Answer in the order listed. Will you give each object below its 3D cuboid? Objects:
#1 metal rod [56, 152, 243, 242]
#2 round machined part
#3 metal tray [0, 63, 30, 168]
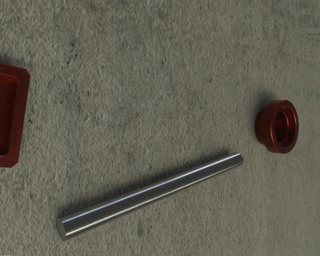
[{"bbox_3d":[0.012,0.078,0.414,0.302,0.025,0.025,-13,99,-39],"label":"metal rod"},{"bbox_3d":[0.212,-0.002,0.571,0.099,0.042,0.097,0,90,-40],"label":"round machined part"},{"bbox_3d":[-0.181,-0.017,0.249,0.131,0.030,0.090,10,84,-40],"label":"metal tray"}]
